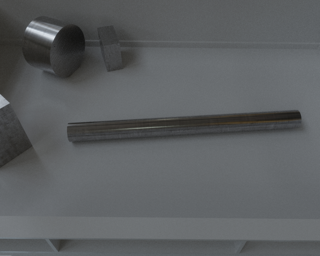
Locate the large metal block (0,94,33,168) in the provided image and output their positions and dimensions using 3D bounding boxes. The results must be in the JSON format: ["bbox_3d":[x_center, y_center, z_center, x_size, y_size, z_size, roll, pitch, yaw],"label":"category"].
[{"bbox_3d":[-0.211,-0.009,0.374,0.080,0.080,0.050,35,58,25],"label":"large metal block"}]

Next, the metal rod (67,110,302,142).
[{"bbox_3d":[0.034,-0.003,0.408,0.302,0.025,0.025,-3,50,-4],"label":"metal rod"}]

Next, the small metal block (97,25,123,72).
[{"bbox_3d":[-0.080,-0.127,0.494,0.025,0.050,0.050,-14,52,-11],"label":"small metal block"}]

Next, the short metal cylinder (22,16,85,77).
[{"bbox_3d":[-0.159,-0.123,0.471,0.050,0.080,0.080,21,53,16],"label":"short metal cylinder"}]
